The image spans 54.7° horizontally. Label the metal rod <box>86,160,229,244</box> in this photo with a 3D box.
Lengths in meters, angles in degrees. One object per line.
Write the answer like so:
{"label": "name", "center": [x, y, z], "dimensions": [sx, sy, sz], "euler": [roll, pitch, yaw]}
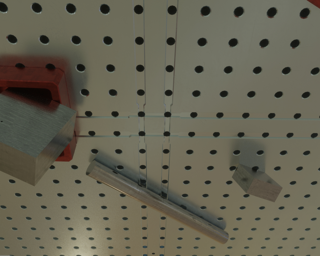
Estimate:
{"label": "metal rod", "center": [0.009, 0.134, 0.526], "dimensions": [0.301, 0.025, 0.025], "euler": [34, 122, -26]}

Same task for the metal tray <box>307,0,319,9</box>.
{"label": "metal tray", "center": [0.165, -0.156, 0.277], "dimensions": [0.131, 0.030, 0.089], "euler": [22, 127, -18]}

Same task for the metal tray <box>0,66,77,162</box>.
{"label": "metal tray", "center": [-0.162, -0.013, 0.394], "dimensions": [0.091, 0.030, 0.129], "euler": [2, 130, -2]}

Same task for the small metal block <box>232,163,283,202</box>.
{"label": "small metal block", "center": [0.144, 0.081, 0.463], "dimensions": [0.050, 0.050, 0.025], "euler": [20, 103, -17]}

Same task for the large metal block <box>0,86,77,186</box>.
{"label": "large metal block", "center": [-0.152, 0.005, 0.345], "dimensions": [0.080, 0.080, 0.050], "euler": [24, 132, 1]}
